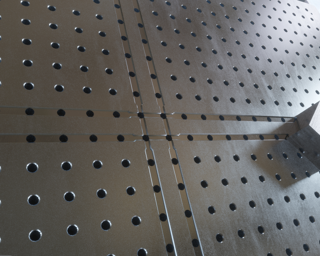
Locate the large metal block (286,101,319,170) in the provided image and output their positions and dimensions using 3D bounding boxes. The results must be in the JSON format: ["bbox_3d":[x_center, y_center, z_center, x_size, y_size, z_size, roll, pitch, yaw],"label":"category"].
[{"bbox_3d":[0.279,0.012,0.538,0.080,0.050,0.080,44,51,1],"label":"large metal block"}]
